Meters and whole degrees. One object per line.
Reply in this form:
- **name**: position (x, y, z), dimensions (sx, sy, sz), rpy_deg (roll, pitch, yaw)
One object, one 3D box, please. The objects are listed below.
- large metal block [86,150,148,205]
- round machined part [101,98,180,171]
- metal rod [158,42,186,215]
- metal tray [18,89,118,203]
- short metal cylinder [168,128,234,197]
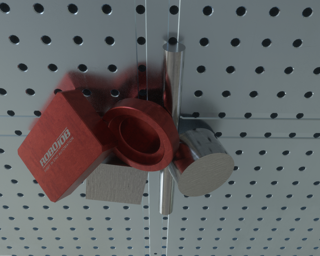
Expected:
- **large metal block**: position (-0.061, 0.063, 0.448), dimensions (0.081, 0.050, 0.079), rpy_deg (8, 130, -7)
- **round machined part**: position (-0.020, 0.004, 0.387), dimensions (0.098, 0.042, 0.097), rpy_deg (16, 132, 19)
- **metal rod**: position (0.013, 0.025, 0.434), dimensions (0.025, 0.025, 0.298), rpy_deg (1, 130, -1)
- **metal tray**: position (-0.122, 0.025, 0.396), dimensions (0.129, 0.030, 0.090), rpy_deg (-44, 80, 30)
- **short metal cylinder**: position (0.052, 0.047, 0.418), dimensions (0.081, 0.050, 0.079), rpy_deg (-14, 132, -15)
